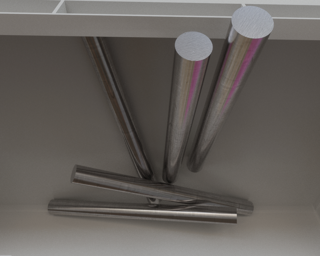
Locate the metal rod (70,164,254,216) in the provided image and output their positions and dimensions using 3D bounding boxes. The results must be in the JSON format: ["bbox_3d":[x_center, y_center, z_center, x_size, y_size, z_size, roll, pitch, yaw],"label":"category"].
[{"bbox_3d":[0.019,0.098,0.466,0.302,0.025,0.025,16,129,-24],"label":"metal rod"}]

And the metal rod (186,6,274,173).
[{"bbox_3d":[0.053,-0.005,0.321,0.025,0.025,0.299,0,157,-1],"label":"metal rod"}]

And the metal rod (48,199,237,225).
[{"bbox_3d":[-0.035,0.130,0.486,0.301,0.025,0.025,-1,131,13],"label":"metal rod"}]

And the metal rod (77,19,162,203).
[{"bbox_3d":[-0.040,0.004,0.412,0.025,0.025,0.298,-10,130,8],"label":"metal rod"}]

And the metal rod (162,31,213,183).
[{"bbox_3d":[0.019,0.010,0.340,0.025,0.025,0.299,1,155,-1],"label":"metal rod"}]
